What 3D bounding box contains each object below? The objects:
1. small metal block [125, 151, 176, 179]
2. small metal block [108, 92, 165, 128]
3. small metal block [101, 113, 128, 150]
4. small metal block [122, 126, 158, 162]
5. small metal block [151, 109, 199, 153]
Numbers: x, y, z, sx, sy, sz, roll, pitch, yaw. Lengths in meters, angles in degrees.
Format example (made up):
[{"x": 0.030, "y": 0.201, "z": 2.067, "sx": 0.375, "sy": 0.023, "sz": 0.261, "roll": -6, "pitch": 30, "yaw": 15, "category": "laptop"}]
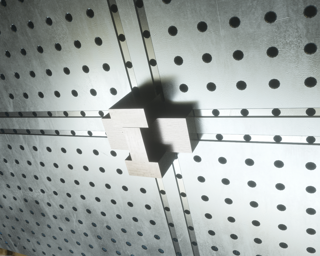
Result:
[{"x": -0.012, "y": 0.042, "z": 0.426, "sx": 0.050, "sy": 0.050, "sz": 0.025, "roll": 1, "pitch": 119, "yaw": 27, "category": "small metal block"}, {"x": -0.028, "y": -0.024, "z": 0.393, "sx": 0.050, "sy": 0.050, "sz": 0.025, "roll": 1, "pitch": 119, "yaw": 27, "category": "small metal block"}, {"x": -0.048, "y": 0.003, "z": 0.437, "sx": 0.050, "sy": 0.025, "sz": 0.050, "roll": 1, "pitch": 119, "yaw": 27, "category": "small metal block"}, {"x": -0.020, "y": 0.009, "z": 0.409, "sx": 0.025, "sy": 0.050, "sz": 0.050, "roll": 1, "pitch": 119, "yaw": 27, "category": "small metal block"}, {"x": 0.019, "y": 0.004, "z": 0.402, "sx": 0.050, "sy": 0.025, "sz": 0.050, "roll": 1, "pitch": 119, "yaw": 27, "category": "small metal block"}]
